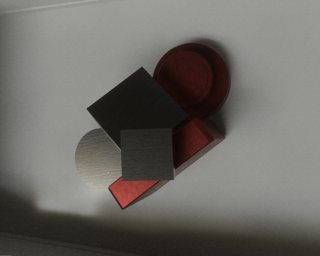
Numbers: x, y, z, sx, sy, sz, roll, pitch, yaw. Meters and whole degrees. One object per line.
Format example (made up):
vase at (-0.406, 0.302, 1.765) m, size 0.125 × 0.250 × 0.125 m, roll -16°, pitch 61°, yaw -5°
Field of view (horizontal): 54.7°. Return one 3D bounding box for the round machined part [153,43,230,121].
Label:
round machined part at (0.036, -0.058, 0.386) m, size 0.098 × 0.042 × 0.097 m, roll 0°, pitch 90°, yaw 19°

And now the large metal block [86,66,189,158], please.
large metal block at (-0.025, -0.010, 0.365) m, size 0.080 × 0.050 × 0.080 m, roll -39°, pitch 76°, yaw -10°

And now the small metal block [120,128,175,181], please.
small metal block at (-0.011, 0.026, 0.311) m, size 0.050 × 0.025 × 0.050 m, roll -2°, pitch 89°, yaw 6°

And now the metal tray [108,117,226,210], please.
metal tray at (0.012, 0.040, 0.369) m, size 0.130 × 0.090 × 0.030 m, roll -39°, pitch 77°, yaw 15°

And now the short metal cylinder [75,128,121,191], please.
short metal cylinder at (-0.066, 0.040, 0.417) m, size 0.080 × 0.050 × 0.079 m, roll 0°, pitch 90°, yaw 19°
